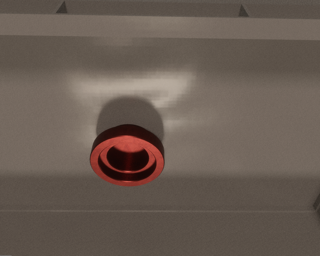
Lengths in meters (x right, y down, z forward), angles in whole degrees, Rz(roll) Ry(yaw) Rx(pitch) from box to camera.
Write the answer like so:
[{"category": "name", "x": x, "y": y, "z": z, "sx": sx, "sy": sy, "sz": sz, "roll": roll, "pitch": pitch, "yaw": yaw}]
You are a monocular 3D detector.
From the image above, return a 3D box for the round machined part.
[{"category": "round machined part", "x": -0.043, "y": 0.033, "z": 0.426, "sx": 0.099, "sy": 0.042, "sz": 0.097, "roll": -1, "pitch": 130, "yaw": 0}]
